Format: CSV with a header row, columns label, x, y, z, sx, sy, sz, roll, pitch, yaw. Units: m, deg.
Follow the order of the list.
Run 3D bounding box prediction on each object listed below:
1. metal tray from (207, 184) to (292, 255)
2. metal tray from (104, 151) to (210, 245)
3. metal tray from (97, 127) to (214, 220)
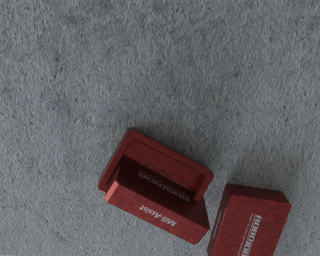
label,x,y,z,sx,sy,sz,roll,pitch,yaw
metal tray,0.130,0.152,0.464,0.091,0.030,0.129,9,110,-4
metal tray,-0.002,0.087,0.406,0.131,0.090,0.030,29,109,-11
metal tray,-0.006,0.067,0.419,0.131,0.030,0.090,29,93,-10
